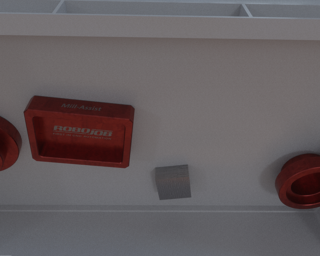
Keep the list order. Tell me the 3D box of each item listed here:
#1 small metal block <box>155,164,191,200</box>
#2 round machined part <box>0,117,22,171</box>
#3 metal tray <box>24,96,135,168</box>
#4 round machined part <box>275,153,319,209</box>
[{"bbox_3d":[0.021,0.085,0.482,0.050,0.025,0.050,-6,130,4],"label":"small metal block"},{"bbox_3d":[-0.240,0.028,0.411,0.099,0.042,0.097,-5,131,-6],"label":"round machined part"},{"bbox_3d":[-0.103,0.008,0.410,0.131,0.030,0.089,5,130,-5],"label":"metal tray"},{"bbox_3d":[0.223,0.076,0.467,0.099,0.042,0.097,-1,130,0],"label":"round machined part"}]
